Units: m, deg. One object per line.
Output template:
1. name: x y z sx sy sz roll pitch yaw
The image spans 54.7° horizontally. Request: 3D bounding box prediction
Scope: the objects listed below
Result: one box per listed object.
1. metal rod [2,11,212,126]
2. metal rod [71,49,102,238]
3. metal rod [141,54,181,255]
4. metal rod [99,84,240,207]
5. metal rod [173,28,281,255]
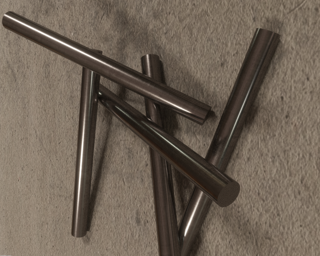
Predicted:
1. metal rod: -0.076 -0.081 0.393 0.301 0.025 0.025 27 109 12
2. metal rod: -0.113 0.034 0.467 0.025 0.025 0.298 23 113 37
3. metal rod: 0.002 0.051 0.380 0.025 0.025 0.299 -16 73 38
4. metal rod: -0.021 -0.002 0.372 0.300 0.025 0.025 36 113 50
5. metal rod: 0.063 0.039 0.351 0.025 0.025 0.298 30 108 35
